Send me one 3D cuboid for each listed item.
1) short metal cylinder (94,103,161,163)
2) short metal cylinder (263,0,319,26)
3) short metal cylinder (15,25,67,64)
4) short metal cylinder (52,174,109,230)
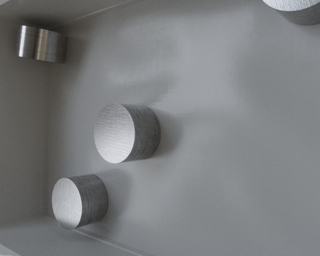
[{"bbox_3d":[-0.046,0.007,0.429,0.080,0.050,0.080,0,90,40],"label":"short metal cylinder"},{"bbox_3d":[0.134,-0.139,0.280,0.080,0.050,0.080,0,90,40],"label":"short metal cylinder"},{"bbox_3d":[-0.208,-0.145,0.543,0.080,0.081,0.050,17,101,38],"label":"short metal cylinder"},{"bbox_3d":[-0.129,0.117,0.497,0.080,0.050,0.080,0,90,40],"label":"short metal cylinder"}]
